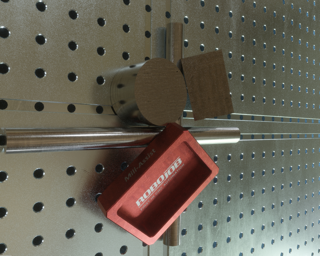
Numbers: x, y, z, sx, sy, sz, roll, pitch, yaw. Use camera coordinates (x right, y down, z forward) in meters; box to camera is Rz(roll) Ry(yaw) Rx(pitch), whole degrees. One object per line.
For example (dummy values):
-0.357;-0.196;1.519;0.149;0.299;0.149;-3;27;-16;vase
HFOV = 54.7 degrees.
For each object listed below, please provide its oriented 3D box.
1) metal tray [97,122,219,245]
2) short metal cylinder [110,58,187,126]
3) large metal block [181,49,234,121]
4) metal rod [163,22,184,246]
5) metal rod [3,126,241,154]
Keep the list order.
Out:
0.002;0.068;0.374;0.130;0.030;0.090;-46;126;-7;metal tray
-0.013;-0.042;0.381;0.081;0.050;0.079;0;90;-40;short metal cylinder
0.065;-0.061;0.421;0.080;0.050;0.080;-58;136;-73;large metal block
0.019;0.008;0.425;0.025;0.025;0.298;1;90;-40;metal rod
-0.018;0.011;0.372;0.303;0.025;0.025;-1;91;-33;metal rod
